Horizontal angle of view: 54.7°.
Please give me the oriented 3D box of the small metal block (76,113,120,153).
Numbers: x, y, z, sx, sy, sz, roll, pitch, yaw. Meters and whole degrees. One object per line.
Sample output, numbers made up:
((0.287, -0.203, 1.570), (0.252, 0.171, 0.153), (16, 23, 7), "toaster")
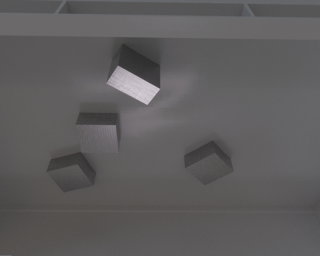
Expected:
((-0.081, 0.007, 0.414), (0.050, 0.025, 0.050), (1, 130, -1), "small metal block")

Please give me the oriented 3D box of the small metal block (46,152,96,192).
((-0.132, 0.067, 0.465), (0.050, 0.025, 0.050), (-14, 129, 12), "small metal block")

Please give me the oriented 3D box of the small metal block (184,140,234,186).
((0.071, 0.052, 0.454), (0.050, 0.025, 0.050), (-32, 124, 24), "small metal block")

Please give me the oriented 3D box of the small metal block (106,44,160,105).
((-0.028, -0.060, 0.341), (0.050, 0.050, 0.025), (27, 125, -21), "small metal block")
